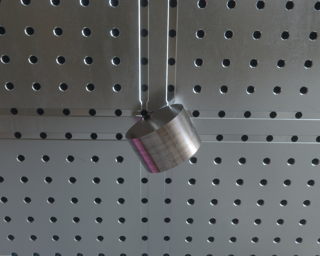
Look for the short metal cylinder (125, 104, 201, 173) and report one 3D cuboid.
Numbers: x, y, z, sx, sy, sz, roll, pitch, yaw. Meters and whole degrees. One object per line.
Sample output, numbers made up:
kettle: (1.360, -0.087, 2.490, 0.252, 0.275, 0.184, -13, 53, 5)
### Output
short metal cylinder: (0.004, 0.012, 0.388, 0.080, 0.080, 0.050, -27, 107, 9)
